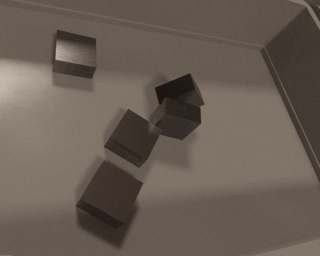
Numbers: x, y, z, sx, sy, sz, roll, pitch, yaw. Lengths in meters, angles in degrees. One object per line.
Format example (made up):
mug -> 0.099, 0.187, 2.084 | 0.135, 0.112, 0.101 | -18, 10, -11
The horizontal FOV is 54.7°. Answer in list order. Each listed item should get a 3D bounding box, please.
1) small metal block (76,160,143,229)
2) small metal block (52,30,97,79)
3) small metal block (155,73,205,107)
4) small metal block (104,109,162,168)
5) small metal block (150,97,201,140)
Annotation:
small metal block -> -0.053, 0.072, 0.334 | 0.050, 0.025, 0.050 | 32, 51, -8
small metal block -> -0.111, -0.096, 0.405 | 0.050, 0.025, 0.050 | 7, 59, -25
small metal block -> 0.028, -0.043, 0.419 | 0.050, 0.050, 0.025 | 42, 30, -61
small metal block -> -0.032, 0.013, 0.382 | 0.050, 0.025, 0.050 | 33, 51, -8
small metal block -> 0.019, -0.011, 0.408 | 0.050, 0.050, 0.025 | 15, 57, -21
